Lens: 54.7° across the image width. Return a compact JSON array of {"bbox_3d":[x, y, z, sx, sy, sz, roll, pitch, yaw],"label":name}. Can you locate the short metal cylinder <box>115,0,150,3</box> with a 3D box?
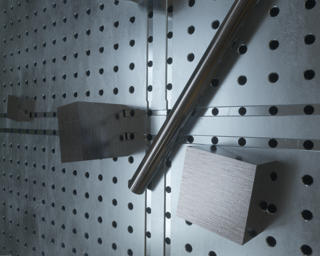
[{"bbox_3d":[-0.042,-0.209,0.408,0.050,0.081,0.079,25,106,37],"label":"short metal cylinder"}]

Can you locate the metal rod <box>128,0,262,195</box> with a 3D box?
[{"bbox_3d":[0.035,-0.034,0.380,0.025,0.025,0.298,44,116,31],"label":"metal rod"}]

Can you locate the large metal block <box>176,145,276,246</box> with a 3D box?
[{"bbox_3d":[0.070,0.066,0.336,0.080,0.050,0.079,14,99,39],"label":"large metal block"}]

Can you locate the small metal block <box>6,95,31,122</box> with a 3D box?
[{"bbox_3d":[-0.300,-0.042,0.657,0.050,0.025,0.050,13,99,39],"label":"small metal block"}]

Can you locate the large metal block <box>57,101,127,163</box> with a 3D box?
[{"bbox_3d":[-0.098,0.007,0.455,0.050,0.081,0.080,-10,84,39],"label":"large metal block"}]
